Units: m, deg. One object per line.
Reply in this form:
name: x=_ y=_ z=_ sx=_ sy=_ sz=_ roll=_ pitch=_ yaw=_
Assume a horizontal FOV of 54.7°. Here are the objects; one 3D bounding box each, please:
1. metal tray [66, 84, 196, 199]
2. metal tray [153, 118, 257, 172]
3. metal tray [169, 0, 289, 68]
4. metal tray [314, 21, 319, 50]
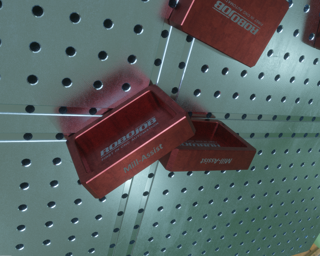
metal tray: x=-0.037 y=0.010 z=0.356 sx=0.130 sy=0.090 sz=0.030 roll=-34 pitch=129 yaw=-7
metal tray: x=0.049 y=0.019 z=0.409 sx=0.131 sy=0.090 sz=0.030 roll=3 pitch=117 yaw=-30
metal tray: x=0.086 y=-0.137 z=0.372 sx=0.131 sy=0.030 sz=0.089 roll=16 pitch=110 yaw=-35
metal tray: x=0.303 y=-0.171 z=0.471 sx=0.131 sy=0.030 sz=0.089 roll=-16 pitch=125 yaw=-20
